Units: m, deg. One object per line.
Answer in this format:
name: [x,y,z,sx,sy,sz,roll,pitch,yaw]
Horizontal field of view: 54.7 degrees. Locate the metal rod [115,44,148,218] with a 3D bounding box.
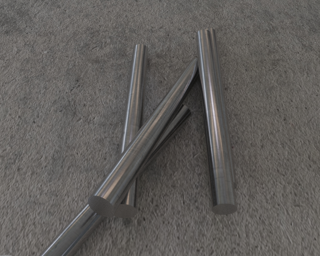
metal rod: [-0.033,-0.024,0.401,0.025,0.025,0.300,0,43,0]

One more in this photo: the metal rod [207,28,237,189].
metal rod: [0.080,-0.049,0.444,0.025,0.025,0.300,2,50,1]

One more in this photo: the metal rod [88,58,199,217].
metal rod: [0.005,-0.016,0.372,0.025,0.025,0.301,17,38,14]

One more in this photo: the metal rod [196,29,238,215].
metal rod: [0.067,-0.034,0.401,0.025,0.025,0.300,1,49,1]

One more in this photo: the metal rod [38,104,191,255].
metal rod: [-0.054,0.072,0.342,0.025,0.025,0.301,28,55,21]
